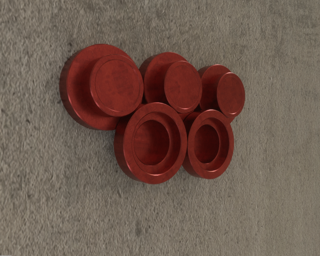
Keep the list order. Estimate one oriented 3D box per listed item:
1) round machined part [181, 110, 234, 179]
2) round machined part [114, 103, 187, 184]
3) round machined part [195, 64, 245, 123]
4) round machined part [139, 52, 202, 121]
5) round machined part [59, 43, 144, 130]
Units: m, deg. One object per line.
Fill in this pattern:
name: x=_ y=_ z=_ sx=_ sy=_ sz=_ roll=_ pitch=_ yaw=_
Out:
round machined part: x=0.060 y=0.023 z=0.448 sx=0.099 sy=0.042 sz=0.097 roll=0 pitch=90 yaw=-40
round machined part: x=-0.016 y=0.018 z=0.384 sx=0.099 sy=0.042 sz=0.097 roll=0 pitch=90 yaw=-40
round machined part: x=0.094 y=-0.049 z=0.477 sx=0.099 sy=0.042 sz=0.097 roll=0 pitch=90 yaw=-40
round machined part: x=0.018 y=-0.053 z=0.413 sx=0.099 sy=0.042 sz=0.097 roll=0 pitch=90 yaw=-40
round machined part: x=-0.058 y=-0.046 z=0.348 sx=0.099 sy=0.042 sz=0.097 roll=0 pitch=90 yaw=-40
